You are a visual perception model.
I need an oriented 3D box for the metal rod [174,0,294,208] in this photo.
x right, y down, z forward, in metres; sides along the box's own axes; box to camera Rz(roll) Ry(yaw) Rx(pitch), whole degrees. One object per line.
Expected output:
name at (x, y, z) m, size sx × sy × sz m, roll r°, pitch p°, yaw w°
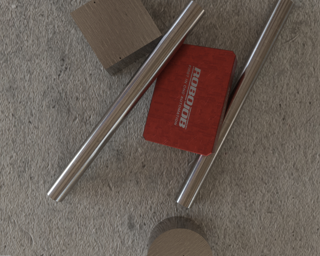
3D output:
metal rod at (0.098, -0.033, 0.411) m, size 0.025 × 0.025 × 0.299 m, roll 27°, pitch 90°, yaw -1°

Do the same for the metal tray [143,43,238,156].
metal tray at (0.038, -0.037, 0.394) m, size 0.090 × 0.030 × 0.129 m, roll 14°, pitch 90°, yaw 18°

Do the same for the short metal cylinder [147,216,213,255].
short metal cylinder at (0.024, 0.161, 0.398) m, size 0.081 × 0.050 × 0.079 m, roll 0°, pitch 90°, yaw -1°

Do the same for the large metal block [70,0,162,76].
large metal block at (-0.053, -0.125, 0.397) m, size 0.080 × 0.050 × 0.080 m, roll -32°, pitch 90°, yaw 0°

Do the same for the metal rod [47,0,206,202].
metal rod at (-0.047, -0.028, 0.390) m, size 0.025 × 0.025 × 0.299 m, roll 38°, pitch 97°, yaw -1°
